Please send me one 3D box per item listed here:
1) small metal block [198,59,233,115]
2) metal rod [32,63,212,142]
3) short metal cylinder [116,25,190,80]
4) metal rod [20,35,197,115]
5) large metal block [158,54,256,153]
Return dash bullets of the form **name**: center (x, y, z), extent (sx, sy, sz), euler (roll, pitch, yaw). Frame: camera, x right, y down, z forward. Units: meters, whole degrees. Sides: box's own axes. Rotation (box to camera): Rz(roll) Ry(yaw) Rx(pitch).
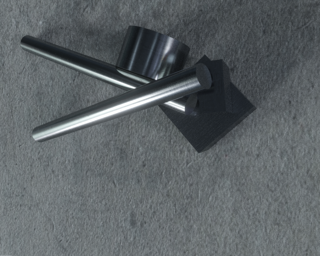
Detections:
- **small metal block**: center (0.057, -0.040, 0.320), extent (0.025, 0.050, 0.050), euler (-4, 89, 20)
- **metal rod**: center (-0.072, -0.019, 0.378), extent (0.300, 0.025, 0.025), euler (-14, 85, 40)
- **short metal cylinder**: center (-0.009, -0.087, 0.385), extent (0.080, 0.080, 0.050), euler (22, 97, 18)
- **metal rod**: center (-0.086, -0.079, 0.409), extent (0.300, 0.025, 0.025), euler (24, 98, 29)
- **large metal block**: center (0.057, -0.027, 0.375), extent (0.080, 0.050, 0.080), euler (-43, 76, 16)
